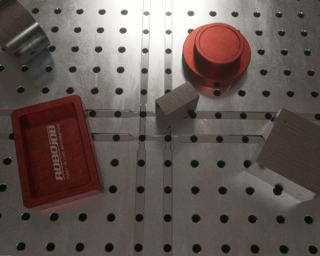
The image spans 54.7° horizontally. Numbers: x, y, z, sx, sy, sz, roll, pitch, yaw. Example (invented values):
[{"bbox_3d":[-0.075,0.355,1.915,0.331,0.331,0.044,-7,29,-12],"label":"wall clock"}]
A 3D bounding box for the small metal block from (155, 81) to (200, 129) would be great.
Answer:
[{"bbox_3d":[0.022,-0.029,0.409,0.050,0.050,0.025,-31,73,-11],"label":"small metal block"}]

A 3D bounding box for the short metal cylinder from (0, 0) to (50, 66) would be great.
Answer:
[{"bbox_3d":[-0.201,-0.133,0.429,0.080,0.080,0.050,42,75,13],"label":"short metal cylinder"}]

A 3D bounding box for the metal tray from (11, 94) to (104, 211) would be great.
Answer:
[{"bbox_3d":[-0.132,0.029,0.396,0.091,0.030,0.130,-15,71,-6],"label":"metal tray"}]

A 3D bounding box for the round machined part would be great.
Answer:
[{"bbox_3d":[0.082,-0.110,0.444,0.099,0.042,0.098,0,70,-1],"label":"round machined part"}]

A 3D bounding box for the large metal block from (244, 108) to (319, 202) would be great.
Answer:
[{"bbox_3d":[0.166,0.034,0.388,0.080,0.050,0.080,29,72,9],"label":"large metal block"}]
